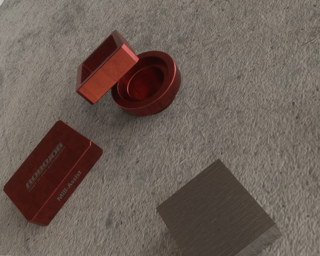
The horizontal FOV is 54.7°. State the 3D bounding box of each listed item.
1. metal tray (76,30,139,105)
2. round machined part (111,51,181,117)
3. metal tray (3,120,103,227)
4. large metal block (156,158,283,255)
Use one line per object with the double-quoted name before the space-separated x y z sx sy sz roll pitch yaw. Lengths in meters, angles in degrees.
"metal tray" -0.082 -0.096 0.463 0.090 0.030 0.130 -42 27 9
"round machined part" -0.016 -0.057 0.436 0.098 0.042 0.098 -13 56 21
"metal tray" -0.154 0.061 0.444 0.090 0.030 0.130 28 77 37
"large metal block" 0.056 0.091 0.302 0.080 0.050 0.080 -39 51 2
